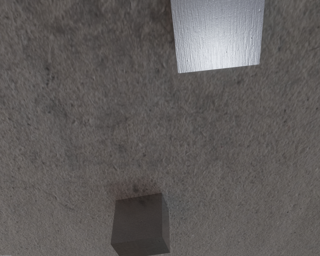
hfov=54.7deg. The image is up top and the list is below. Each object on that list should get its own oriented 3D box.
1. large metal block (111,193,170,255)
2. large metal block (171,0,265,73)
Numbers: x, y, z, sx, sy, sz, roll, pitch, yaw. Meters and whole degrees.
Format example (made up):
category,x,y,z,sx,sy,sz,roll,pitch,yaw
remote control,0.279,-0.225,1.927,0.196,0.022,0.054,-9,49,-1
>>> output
category,x,y,z,sx,sy,sz,roll,pitch,yaw
large metal block,-0.029,0.160,0.507,0.080,0.080,0.050,-11,129,9
large metal block,0.053,-0.105,0.302,0.080,0.050,0.080,-6,130,4
